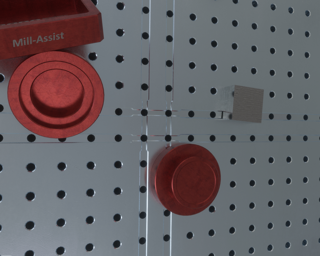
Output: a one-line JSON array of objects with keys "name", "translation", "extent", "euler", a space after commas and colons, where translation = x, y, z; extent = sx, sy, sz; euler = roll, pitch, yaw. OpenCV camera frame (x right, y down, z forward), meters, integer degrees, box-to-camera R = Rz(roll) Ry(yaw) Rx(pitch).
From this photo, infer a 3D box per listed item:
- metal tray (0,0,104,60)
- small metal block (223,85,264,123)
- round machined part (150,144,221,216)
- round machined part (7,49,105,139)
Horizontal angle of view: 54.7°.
[{"name": "metal tray", "translation": [-0.136, -0.113, 0.328], "extent": [0.131, 0.090, 0.030], "euler": [-17, 136, -19]}, {"name": "small metal block", "translation": [0.123, -0.034, 0.458], "extent": [0.050, 0.025, 0.050], "euler": [6, 88, -20]}, {"name": "round machined part", "translation": [0.040, 0.070, 0.418], "extent": [0.099, 0.042, 0.097], "euler": [0, 90, -20]}, {"name": "round machined part", "translation": [-0.115, -0.041, 0.350], "extent": [0.099, 0.042, 0.097], "euler": [-6, 112, -16]}]
